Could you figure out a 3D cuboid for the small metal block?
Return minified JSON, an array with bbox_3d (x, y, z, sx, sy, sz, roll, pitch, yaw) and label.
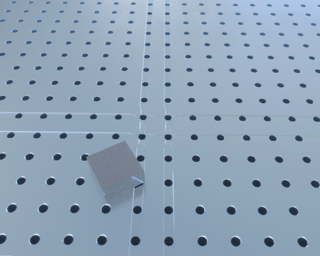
[{"bbox_3d":[-0.052,0.049,0.366,0.050,0.025,0.050,-23,54,-19],"label":"small metal block"}]
